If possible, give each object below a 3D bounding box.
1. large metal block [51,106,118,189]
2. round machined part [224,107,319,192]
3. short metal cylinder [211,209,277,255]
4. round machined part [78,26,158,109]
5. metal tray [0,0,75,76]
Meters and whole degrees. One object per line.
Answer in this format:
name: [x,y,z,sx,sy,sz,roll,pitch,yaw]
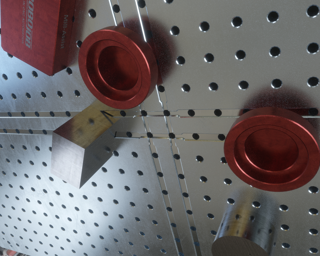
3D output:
large metal block: [-0.110,0.027,0.450,0.050,0.080,0.079,27,128,12]
round machined part: [0.125,0.020,0.346,0.098,0.042,0.097,13,124,21]
short metal cylinder: [0.118,0.162,0.433,0.080,0.050,0.079,13,124,21]
round machined part: [-0.046,-0.075,0.378,0.098,0.042,0.097,13,124,21]
metal tray: [-0.162,-0.144,0.404,0.090,0.030,0.129,29,128,9]
